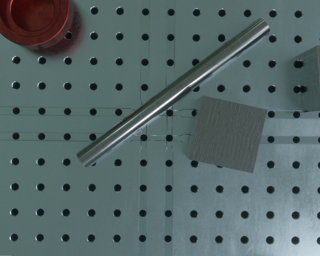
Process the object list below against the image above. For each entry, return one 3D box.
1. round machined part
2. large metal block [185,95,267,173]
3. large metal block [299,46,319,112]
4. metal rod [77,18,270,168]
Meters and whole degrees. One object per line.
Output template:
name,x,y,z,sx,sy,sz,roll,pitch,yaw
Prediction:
round machined part,-0.162,-0.150,0.403,0.099,0.042,0.097,0,90,0
large metal block,0.083,0.008,0.401,0.080,0.050,0.080,13,90,0
large metal block,0.234,-0.063,0.403,0.081,0.050,0.080,-4,90,0
metal rod,0.018,-0.046,0.413,0.301,0.025,0.025,-37,90,0
